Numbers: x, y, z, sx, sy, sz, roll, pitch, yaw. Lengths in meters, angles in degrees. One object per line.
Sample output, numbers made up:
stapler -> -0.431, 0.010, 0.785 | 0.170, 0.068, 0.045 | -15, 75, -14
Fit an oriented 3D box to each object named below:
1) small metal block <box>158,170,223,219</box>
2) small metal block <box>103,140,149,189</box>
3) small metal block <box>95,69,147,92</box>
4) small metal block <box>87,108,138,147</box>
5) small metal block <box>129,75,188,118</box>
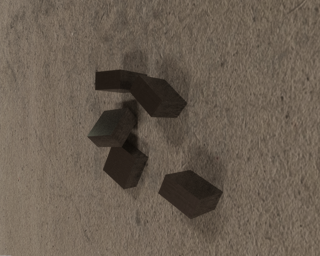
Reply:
small metal block -> 0.036, 0.075, 0.358 | 0.050, 0.050, 0.025 | 32, 110, 35
small metal block -> -0.050, 0.051, 0.444 | 0.050, 0.025, 0.050 | 34, 111, 34
small metal block -> -0.054, -0.064, 0.431 | 0.050, 0.050, 0.025 | 4, 92, 39
small metal block -> -0.068, 0.000, 0.441 | 0.050, 0.025, 0.050 | -4, 46, 39
small metal block -> -0.002, -0.039, 0.388 | 0.050, 0.050, 0.025 | 50, 119, 28
